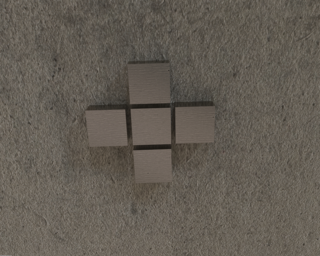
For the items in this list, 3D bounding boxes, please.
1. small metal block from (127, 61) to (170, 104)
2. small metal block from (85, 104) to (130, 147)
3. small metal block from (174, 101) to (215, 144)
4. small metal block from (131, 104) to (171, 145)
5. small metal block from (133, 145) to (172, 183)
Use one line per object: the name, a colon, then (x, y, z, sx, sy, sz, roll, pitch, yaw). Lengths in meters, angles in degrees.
small metal block: (-0.013, -0.058, 0.390, 0.050, 0.025, 0.050, -2, 110, 0)
small metal block: (-0.068, -0.004, 0.409, 0.050, 0.025, 0.050, -2, 110, 0)
small metal block: (0.045, -0.008, 0.409, 0.050, 0.025, 0.050, -2, 110, 0)
small metal block: (-0.011, -0.006, 0.409, 0.050, 0.025, 0.050, -2, 110, 0)
small metal block: (-0.009, 0.048, 0.429, 0.050, 0.025, 0.050, -2, 110, 0)
